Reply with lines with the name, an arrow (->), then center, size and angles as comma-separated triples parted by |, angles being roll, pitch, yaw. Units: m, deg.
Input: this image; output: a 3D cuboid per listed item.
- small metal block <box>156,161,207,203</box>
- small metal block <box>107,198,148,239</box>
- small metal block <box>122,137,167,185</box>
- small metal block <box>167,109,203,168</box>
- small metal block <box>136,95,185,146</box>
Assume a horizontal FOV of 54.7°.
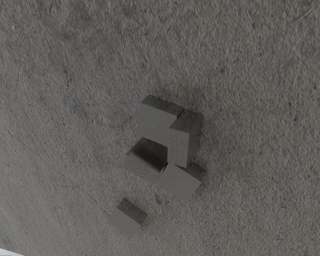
small metal block -> 0.030, 0.069, 0.434 | 0.050, 0.025, 0.050 | 32, 129, 7
small metal block -> -0.056, 0.156, 0.533 | 0.050, 0.025, 0.050 | 34, 129, 5
small metal block -> -0.016, 0.043, 0.426 | 0.050, 0.050, 0.025 | 28, 128, 10
small metal block -> 0.031, 0.012, 0.382 | 0.025, 0.050, 0.050 | 15, 125, 20
small metal block -> 0.000, -0.009, 0.402 | 0.050, 0.025, 0.050 | 21, 127, 15
